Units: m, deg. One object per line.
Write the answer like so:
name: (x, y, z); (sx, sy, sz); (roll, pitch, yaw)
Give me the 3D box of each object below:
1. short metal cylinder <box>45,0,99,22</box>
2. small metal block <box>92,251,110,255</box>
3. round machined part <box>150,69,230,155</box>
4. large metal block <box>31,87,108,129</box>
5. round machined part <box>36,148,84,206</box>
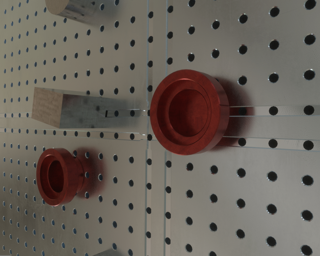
short metal cylinder: (-0.147, -0.222, 0.514); (0.080, 0.050, 0.080); (0, 90, 40)
small metal block: (-0.086, 0.231, 0.481); (0.050, 0.025, 0.050); (24, 105, 37)
round machined part: (0.038, -0.018, 0.367); (0.098, 0.042, 0.097); (0, 90, 40)
large metal block: (-0.144, -0.032, 0.492); (0.080, 0.081, 0.050); (15, 100, 39)
round machined part: (-0.171, 0.083, 0.540); (0.098, 0.042, 0.097); (0, 90, 40)
